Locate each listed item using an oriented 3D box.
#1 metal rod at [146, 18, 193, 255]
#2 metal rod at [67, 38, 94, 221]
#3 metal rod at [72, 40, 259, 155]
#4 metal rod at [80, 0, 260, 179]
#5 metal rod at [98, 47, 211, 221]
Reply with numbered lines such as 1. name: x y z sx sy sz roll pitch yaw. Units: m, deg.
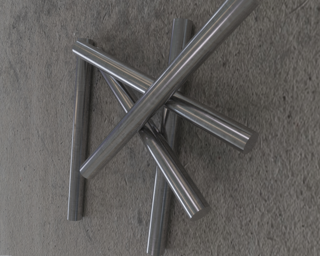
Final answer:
1. metal rod: 0.011 0.016 0.395 0.025 0.025 0.298 11 97 39
2. metal rod: -0.132 0.005 0.514 0.025 0.025 0.298 7 95 40
3. metal rod: -0.016 -0.053 0.384 0.300 0.025 0.025 33 111 34
4. metal rod: -0.012 -0.027 0.348 0.299 0.025 0.025 -45 63 34
5. metal rod: -0.028 -0.014 0.401 0.025 0.025 0.300 -54 51 26
